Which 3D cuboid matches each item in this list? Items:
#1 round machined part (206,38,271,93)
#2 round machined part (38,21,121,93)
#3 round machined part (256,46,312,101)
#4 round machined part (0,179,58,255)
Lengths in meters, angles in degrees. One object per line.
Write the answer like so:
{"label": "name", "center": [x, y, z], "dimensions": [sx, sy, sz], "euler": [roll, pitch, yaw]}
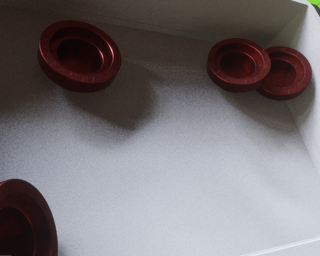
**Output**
{"label": "round machined part", "center": [0.125, -0.096, 0.505], "dimensions": [0.099, 0.042, 0.098], "euler": [0, 60, 0]}
{"label": "round machined part", "center": [-0.102, -0.084, 0.391], "dimensions": [0.099, 0.042, 0.098], "euler": [14, 56, -21]}
{"label": "round machined part", "center": [0.208, -0.091, 0.543], "dimensions": [0.099, 0.042, 0.098], "euler": [-2, 68, 5]}
{"label": "round machined part", "center": [-0.126, 0.093, 0.247], "dimensions": [0.042, 0.098, 0.098], "euler": [-16, 65, 6]}
